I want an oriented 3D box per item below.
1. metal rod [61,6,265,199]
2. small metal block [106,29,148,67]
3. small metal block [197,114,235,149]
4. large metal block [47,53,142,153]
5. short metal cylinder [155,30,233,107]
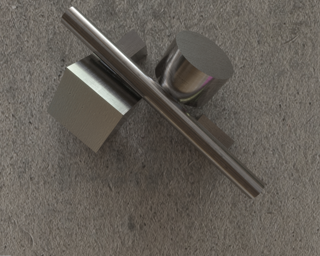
[{"bbox_3d":[0.004,-0.029,0.361,0.300,0.025,0.025,43,90,-1],"label":"metal rod"},{"bbox_3d":[-0.044,-0.095,0.398,0.050,0.050,0.025,-39,90,0],"label":"small metal block"},{"bbox_3d":[0.063,0.009,0.396,0.050,0.050,0.025,41,90,-1],"label":"small metal block"},{"bbox_3d":[-0.080,-0.030,0.380,0.080,0.050,0.080,41,130,-1],"label":"large metal block"},{"bbox_3d":[0.041,-0.072,0.378,0.080,0.080,0.050,39,131,0],"label":"short metal cylinder"}]
